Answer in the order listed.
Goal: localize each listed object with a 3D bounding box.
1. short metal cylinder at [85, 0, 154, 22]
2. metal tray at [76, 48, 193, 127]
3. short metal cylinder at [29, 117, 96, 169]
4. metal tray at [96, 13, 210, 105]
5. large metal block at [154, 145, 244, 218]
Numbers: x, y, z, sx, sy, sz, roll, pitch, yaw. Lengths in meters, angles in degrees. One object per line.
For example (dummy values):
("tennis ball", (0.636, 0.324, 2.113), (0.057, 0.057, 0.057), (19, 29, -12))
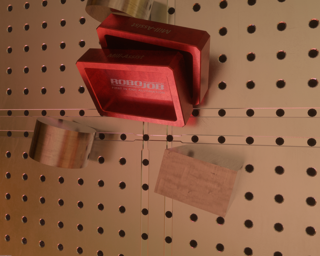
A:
("short metal cylinder", (-0.050, -0.163, 0.399), (0.080, 0.080, 0.050), (15, 90, 19))
("metal tray", (-0.030, -0.051, 0.385), (0.130, 0.030, 0.090), (9, 138, 25))
("short metal cylinder", (-0.135, 0.019, 0.431), (0.080, 0.080, 0.050), (17, 96, 19))
("metal tray", (-0.007, -0.083, 0.381), (0.130, 0.090, 0.030), (17, 55, 19))
("large metal block", (0.050, 0.057, 0.366), (0.080, 0.080, 0.050), (16, 96, 19))
